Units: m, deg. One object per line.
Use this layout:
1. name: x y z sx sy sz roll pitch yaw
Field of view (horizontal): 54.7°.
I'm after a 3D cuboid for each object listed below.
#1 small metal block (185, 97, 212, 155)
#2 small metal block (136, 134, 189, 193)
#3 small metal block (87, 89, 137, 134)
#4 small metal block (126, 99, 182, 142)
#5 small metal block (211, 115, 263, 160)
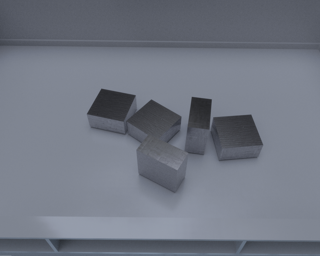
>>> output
1. small metal block: 0.048 -0.003 0.390 0.025 0.050 0.050 8 51 5
2. small metal block: 0.002 0.041 0.352 0.050 0.050 0.025 25 55 18
3. small metal block: -0.064 -0.023 0.421 0.050 0.025 0.050 12 51 9
4. small metal block: -0.008 -0.004 0.405 0.050 0.025 0.050 32 56 23
5. small metal block: 0.096 0.011 0.394 0.050 0.025 0.050 -4 50 -4
